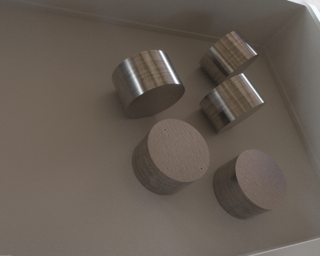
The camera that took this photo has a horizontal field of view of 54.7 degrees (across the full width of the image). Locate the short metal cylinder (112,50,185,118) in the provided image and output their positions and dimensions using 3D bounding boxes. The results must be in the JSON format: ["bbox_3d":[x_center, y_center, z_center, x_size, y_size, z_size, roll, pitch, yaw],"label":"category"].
[{"bbox_3d":[-0.015,-0.054,0.397,0.081,0.080,0.050,-12,68,-33],"label":"short metal cylinder"}]

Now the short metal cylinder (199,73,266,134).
[{"bbox_3d":[0.105,-0.034,0.450,0.081,0.080,0.050,-22,74,-36],"label":"short metal cylinder"}]

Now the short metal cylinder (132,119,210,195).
[{"bbox_3d":[0.012,0.036,0.376,0.081,0.050,0.080,14,56,-21],"label":"short metal cylinder"}]

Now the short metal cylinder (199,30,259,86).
[{"bbox_3d":[0.111,-0.110,0.500,0.081,0.080,0.050,-31,80,-38],"label":"short metal cylinder"}]

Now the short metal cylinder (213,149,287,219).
[{"bbox_3d":[0.118,0.075,0.410,0.081,0.050,0.080,14,56,-21],"label":"short metal cylinder"}]
